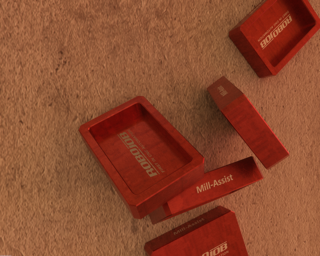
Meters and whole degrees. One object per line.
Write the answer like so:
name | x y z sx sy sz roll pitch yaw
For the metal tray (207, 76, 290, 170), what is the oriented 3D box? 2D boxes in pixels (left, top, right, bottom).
metal tray | 0.105 -0.013 0.392 0.030 0.130 0.090 -38 104 12

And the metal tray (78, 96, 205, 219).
metal tray | -0.023 0.026 0.351 0.091 0.130 0.030 -30 142 -18

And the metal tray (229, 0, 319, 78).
metal tray | 0.178 -0.150 0.471 0.130 0.030 0.090 -45 104 -15

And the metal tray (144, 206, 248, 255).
metal tray | 0.054 0.176 0.426 0.131 0.030 0.090 -21 97 -19

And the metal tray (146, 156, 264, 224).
metal tray | 0.053 0.080 0.391 0.131 0.090 0.030 -16 72 -19
